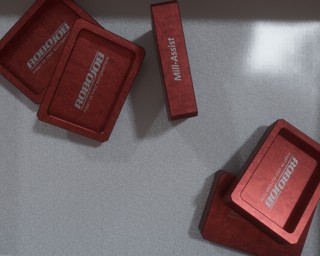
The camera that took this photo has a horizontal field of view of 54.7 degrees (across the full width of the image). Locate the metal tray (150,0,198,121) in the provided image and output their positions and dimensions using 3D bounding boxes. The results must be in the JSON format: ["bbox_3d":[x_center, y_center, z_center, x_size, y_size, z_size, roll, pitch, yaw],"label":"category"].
[{"bbox_3d":[0.015,-0.074,0.379,0.030,0.090,0.129,-10,90,0],"label":"metal tray"}]

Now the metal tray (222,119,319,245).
[{"bbox_3d":[0.150,0.064,0.384,0.090,0.030,0.130,36,70,6],"label":"metal tray"}]

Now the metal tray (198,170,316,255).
[{"bbox_3d":[0.127,0.118,0.411,0.131,0.030,0.090,18,90,-1],"label":"metal tray"}]

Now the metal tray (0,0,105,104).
[{"bbox_3d":[-0.145,-0.105,0.404,0.090,0.030,0.130,42,90,-3],"label":"metal tray"}]

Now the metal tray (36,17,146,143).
[{"bbox_3d":[-0.085,-0.057,0.387,0.091,0.030,0.129,22,96,-19],"label":"metal tray"}]
